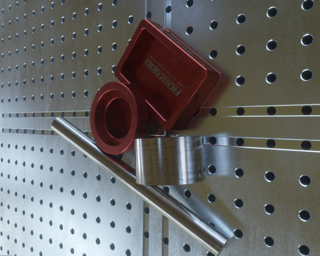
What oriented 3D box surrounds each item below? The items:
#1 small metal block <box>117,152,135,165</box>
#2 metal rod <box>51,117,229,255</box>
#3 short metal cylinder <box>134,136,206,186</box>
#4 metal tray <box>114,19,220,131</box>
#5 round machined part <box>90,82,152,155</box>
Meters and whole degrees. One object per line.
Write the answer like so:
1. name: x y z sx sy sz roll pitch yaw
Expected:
1. small metal block: -0.066 0.038 0.461 0.050 0.025 0.050 35 111 34
2. metal rod: -0.043 0.064 0.416 0.300 0.025 0.025 32 110 26
3. short metal cylinder: 0.011 0.036 0.361 0.080 0.081 0.050 -5 87 39
4. metal tray: 0.003 -0.069 0.401 0.130 0.030 0.089 48 118 29
5. round machined part: -0.050 -0.013 0.427 0.098 0.042 0.097 0 90 41
